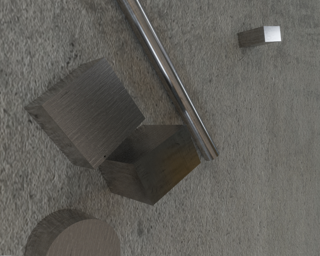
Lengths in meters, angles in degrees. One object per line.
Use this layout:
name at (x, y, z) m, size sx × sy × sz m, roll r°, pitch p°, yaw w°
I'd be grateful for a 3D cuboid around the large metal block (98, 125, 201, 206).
large metal block at (-0.015, 0.037, 0.356) m, size 0.081 × 0.080 × 0.050 m, roll -35°, pitch 112°, yaw -34°

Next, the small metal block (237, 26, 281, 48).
small metal block at (0.170, -0.156, 0.530) m, size 0.050 × 0.050 × 0.025 m, roll -15°, pitch 100°, yaw -39°

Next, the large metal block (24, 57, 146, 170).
large metal block at (-0.076, -0.015, 0.325) m, size 0.080 × 0.050 × 0.080 m, roll -48°, pitch 119°, yaw -29°

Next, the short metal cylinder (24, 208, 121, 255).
short metal cylinder at (-0.088, 0.127, 0.315) m, size 0.081 × 0.050 × 0.080 m, roll 0°, pitch 90°, yaw -40°

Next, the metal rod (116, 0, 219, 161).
metal rod at (0.008, -0.076, 0.410) m, size 0.025 × 0.025 × 0.299 m, roll -46°, pitch 117°, yaw -30°
